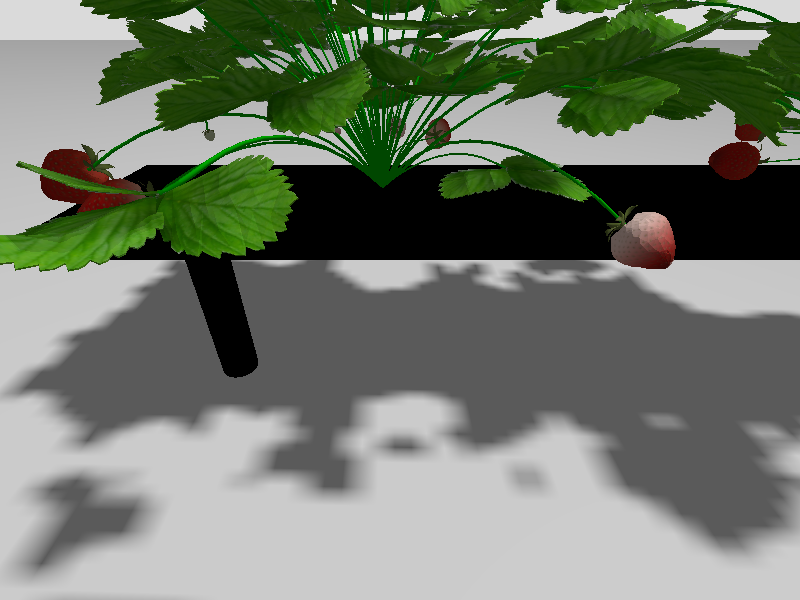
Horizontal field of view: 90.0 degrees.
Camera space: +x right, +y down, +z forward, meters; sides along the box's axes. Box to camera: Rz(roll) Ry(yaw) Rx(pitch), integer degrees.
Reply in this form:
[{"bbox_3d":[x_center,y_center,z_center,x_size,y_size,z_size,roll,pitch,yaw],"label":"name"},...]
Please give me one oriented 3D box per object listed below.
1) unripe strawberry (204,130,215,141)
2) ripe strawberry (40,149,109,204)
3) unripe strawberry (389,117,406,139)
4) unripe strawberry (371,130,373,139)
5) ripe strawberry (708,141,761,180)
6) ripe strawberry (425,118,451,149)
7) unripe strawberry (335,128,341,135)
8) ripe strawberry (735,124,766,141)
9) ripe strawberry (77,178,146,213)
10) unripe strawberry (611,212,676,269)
[{"bbox_3d":[-0.198,-0.172,0.419,0.010,0.010,0.011,16,38,22],"label":"unripe strawberry"},{"bbox_3d":[-0.258,-0.094,0.314,0.045,0.044,0.042,-23,35,5],"label":"ripe strawberry"},{"bbox_3d":[-0.005,-0.215,0.502,0.025,0.026,0.027,2,17,3],"label":"unripe strawberry"},{"bbox_3d":[-0.034,-0.195,0.474,0.013,0.013,0.011,-4,35,-6],"label":"unripe strawberry"},{"bbox_3d":[0.301,-0.127,0.364,0.034,0.033,0.037,5,35,8],"label":"ripe strawberry"},{"bbox_3d":[0.045,-0.191,0.457,0.029,0.033,0.032,14,37,20],"label":"ripe strawberry"},{"bbox_3d":[-0.076,-0.203,0.484,0.011,0.010,0.010,-12,36,-17],"label":"unripe strawberry"},{"bbox_3d":[0.427,-0.210,0.484,0.038,0.033,0.038,-2,34,-2],"label":"ripe strawberry"},{"bbox_3d":[-0.185,-0.057,0.261,0.041,0.041,0.038,-23,41,-22],"label":"ripe strawberry"},{"bbox_3d":[0.143,-0.032,0.232,0.032,0.034,0.033,-33,-19,-38],"label":"unripe strawberry"}]
